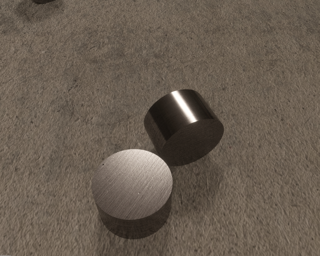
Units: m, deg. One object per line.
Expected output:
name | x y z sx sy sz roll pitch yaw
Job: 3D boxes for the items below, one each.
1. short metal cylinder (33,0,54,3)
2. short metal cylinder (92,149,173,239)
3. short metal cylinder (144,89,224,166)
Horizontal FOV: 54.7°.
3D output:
short metal cylinder | -0.240 -0.298 0.615 0.081 0.080 0.050 -28 56 -22
short metal cylinder | -0.028 0.069 0.328 0.081 0.050 0.080 0 50 0
short metal cylinder | 0.028 0.001 0.367 0.081 0.080 0.050 -18 53 -15
